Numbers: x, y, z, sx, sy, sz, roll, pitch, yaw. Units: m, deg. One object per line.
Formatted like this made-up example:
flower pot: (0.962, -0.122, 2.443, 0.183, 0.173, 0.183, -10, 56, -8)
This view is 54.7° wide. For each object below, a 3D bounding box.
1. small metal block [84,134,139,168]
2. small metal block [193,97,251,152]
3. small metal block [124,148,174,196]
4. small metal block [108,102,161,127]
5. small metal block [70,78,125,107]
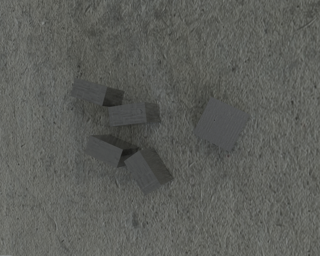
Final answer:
small metal block: (-0.064, 0.030, 0.418, 0.050, 0.050, 0.025, 22, 97, 18)
small metal block: (0.077, -0.005, 0.382, 0.050, 0.025, 0.050, 28, 99, 17)
small metal block: (-0.013, 0.055, 0.400, 0.025, 0.050, 0.050, -36, 79, 16)
small metal block: (-0.032, -0.017, 0.407, 0.050, 0.050, 0.025, -7, 88, 20)
small metal block: (-0.084, -0.047, 0.425, 0.050, 0.050, 0.025, 18, 96, 19)
